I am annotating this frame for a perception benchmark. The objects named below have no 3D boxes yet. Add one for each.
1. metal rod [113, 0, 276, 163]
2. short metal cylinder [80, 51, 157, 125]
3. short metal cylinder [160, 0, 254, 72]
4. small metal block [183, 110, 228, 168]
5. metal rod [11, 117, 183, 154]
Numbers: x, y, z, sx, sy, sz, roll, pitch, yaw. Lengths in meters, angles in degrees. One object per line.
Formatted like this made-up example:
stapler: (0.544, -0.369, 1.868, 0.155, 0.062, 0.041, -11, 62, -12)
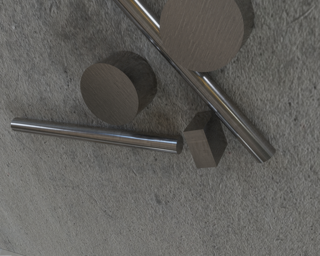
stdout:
metal rod: (0.023, -0.077, 0.346, 0.300, 0.025, 0.025, 47, 129, -5)
short metal cylinder: (-0.051, -0.050, 0.386, 0.080, 0.050, 0.079, 13, 124, 21)
short metal cylinder: (0.047, -0.101, 0.304, 0.080, 0.050, 0.079, 13, 124, 21)
small metal block: (0.056, 0.013, 0.369, 0.025, 0.050, 0.050, -9, 114, 32)
metal rod: (-0.110, 0.008, 0.469, 0.301, 0.025, 0.025, 6, 121, 25)
